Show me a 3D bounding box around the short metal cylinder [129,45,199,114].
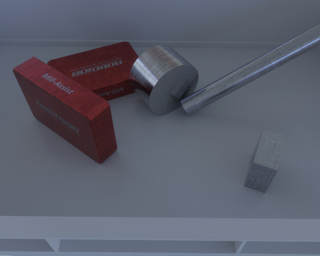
[{"bbox_3d":[0.005,-0.066,0.425,0.081,0.080,0.050,-27,55,-21],"label":"short metal cylinder"}]

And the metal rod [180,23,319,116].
[{"bbox_3d":[0.165,-0.099,0.408,0.301,0.025,0.025,-28,52,9],"label":"metal rod"}]

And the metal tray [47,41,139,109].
[{"bbox_3d":[-0.093,-0.081,0.469,0.131,0.030,0.090,-19,53,-16],"label":"metal tray"}]

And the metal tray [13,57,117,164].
[{"bbox_3d":[-0.114,-0.021,0.379,0.130,0.089,0.030,31,57,23],"label":"metal tray"}]

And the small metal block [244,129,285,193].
[{"bbox_3d":[0.120,0.039,0.358,0.025,0.050,0.050,18,52,14],"label":"small metal block"}]
